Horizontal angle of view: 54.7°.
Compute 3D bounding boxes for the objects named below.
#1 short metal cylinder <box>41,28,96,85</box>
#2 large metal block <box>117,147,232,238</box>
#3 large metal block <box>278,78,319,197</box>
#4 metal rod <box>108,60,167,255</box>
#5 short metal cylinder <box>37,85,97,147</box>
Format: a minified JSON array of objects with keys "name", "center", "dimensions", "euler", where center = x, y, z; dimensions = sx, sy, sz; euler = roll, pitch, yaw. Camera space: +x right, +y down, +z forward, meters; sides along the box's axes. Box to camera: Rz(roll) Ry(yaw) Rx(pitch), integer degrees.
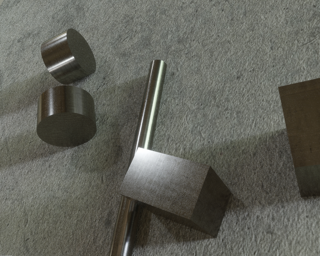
[{"name":"short metal cylinder","center":[-0.152,-0.119,0.521],"dimensions":[0.050,0.080,0.080],"euler":[-21,54,16]},{"name":"large metal block","center":[0.018,0.067,0.318],"dimensions":[0.080,0.080,0.050],"euler":[11,68,33]},{"name":"large metal block","center":[0.146,0.011,0.285],"dimensions":[0.050,0.080,0.080],"euler":[-11,57,22]},{"name":"metal rod","center":[-0.025,0.037,0.394],"dimensions":[0.025,0.025,0.300],"euler":[-4,60,26]},{"name":"short metal cylinder","center":[-0.135,-0.016,0.449],"dimensions":[0.080,0.080,0.050],"euler":[-24,53,13]}]
